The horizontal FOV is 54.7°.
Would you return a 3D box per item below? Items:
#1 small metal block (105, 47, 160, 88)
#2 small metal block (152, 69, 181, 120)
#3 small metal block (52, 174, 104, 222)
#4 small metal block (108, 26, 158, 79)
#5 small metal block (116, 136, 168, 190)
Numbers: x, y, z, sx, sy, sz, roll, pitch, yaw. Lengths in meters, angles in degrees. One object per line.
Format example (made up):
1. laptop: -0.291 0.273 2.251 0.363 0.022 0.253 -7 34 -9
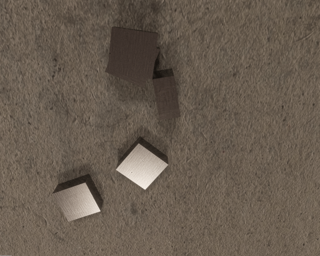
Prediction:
1. small metal block: -0.033 -0.084 0.378 0.050 0.025 0.050 22 108 -8
2. small metal block: 0.008 -0.043 0.381 0.025 0.050 0.050 -9 110 3
3. small metal block: -0.117 0.100 0.445 0.050 0.025 0.050 -20 109 6
4. small metal block: -0.030 -0.086 0.351 0.050 0.025 0.050 7 110 -3
5. small metal block: -0.024 0.048 0.427 0.050 0.025 0.050 37 106 -13
